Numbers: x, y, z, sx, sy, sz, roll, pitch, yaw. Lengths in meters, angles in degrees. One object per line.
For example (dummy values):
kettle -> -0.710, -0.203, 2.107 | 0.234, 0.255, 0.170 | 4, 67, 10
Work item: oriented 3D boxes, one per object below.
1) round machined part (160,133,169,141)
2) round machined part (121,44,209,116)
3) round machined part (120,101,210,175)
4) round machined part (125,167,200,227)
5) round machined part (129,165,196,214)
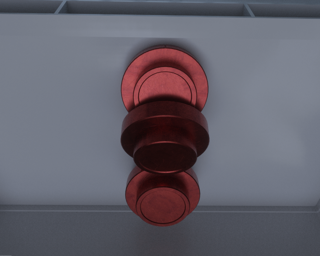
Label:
round machined part -> 0.002, 0.018, 0.411 | 0.099, 0.042, 0.097 | 0, 129, 0
round machined part -> 0.005, -0.041, 0.347 | 0.099, 0.042, 0.097 | 0, 114, -1
round machined part -> 0.005, 0.018, 0.344 | 0.099, 0.042, 0.097 | 0, 143, 0
round machined part -> 0.004, 0.090, 0.405 | 0.099, 0.042, 0.097 | 0, 119, 0
round machined part -> 0.004, 0.096, 0.460 | 0.099, 0.042, 0.098 | 0, 145, 0
